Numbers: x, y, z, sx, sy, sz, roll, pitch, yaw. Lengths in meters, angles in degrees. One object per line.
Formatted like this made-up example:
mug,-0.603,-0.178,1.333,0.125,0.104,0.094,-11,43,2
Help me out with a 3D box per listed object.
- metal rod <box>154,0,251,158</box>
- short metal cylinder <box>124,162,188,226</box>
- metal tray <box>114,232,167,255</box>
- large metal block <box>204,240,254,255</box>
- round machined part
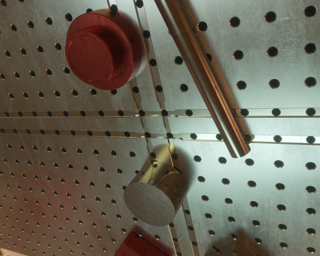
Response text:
metal rod,0.029,-0.096,0.335,0.025,0.025,0.299,-18,110,34
short metal cylinder,-0.006,0.097,0.457,0.080,0.050,0.079,13,124,20
metal tray,-0.046,0.264,0.593,0.090,0.030,0.129,33,129,6
large metal block,0.115,0.231,0.476,0.080,0.050,0.080,42,129,-1
round machined part,-0.076,-0.091,0.382,0.098,0.042,0.097,13,124,20
